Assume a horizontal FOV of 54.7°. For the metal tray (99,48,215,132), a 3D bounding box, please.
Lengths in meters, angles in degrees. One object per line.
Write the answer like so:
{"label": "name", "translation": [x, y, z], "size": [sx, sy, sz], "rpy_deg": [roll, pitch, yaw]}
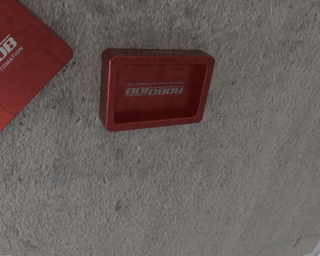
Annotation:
{"label": "metal tray", "translation": [-0.004, -0.047, 0.372], "size": [0.131, 0.030, 0.089], "rpy_deg": [-6, 121, -26]}

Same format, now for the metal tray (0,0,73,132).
{"label": "metal tray", "translation": [-0.158, -0.056, 0.283], "size": [0.130, 0.030, 0.090], "rpy_deg": [-45, 129, 3]}
